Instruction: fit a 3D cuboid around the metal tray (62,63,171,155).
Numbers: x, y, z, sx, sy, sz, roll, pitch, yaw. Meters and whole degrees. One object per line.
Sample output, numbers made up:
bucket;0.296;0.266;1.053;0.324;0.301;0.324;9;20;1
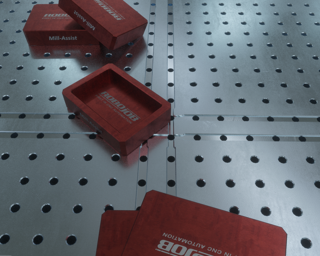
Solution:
metal tray;-0.060;-0.031;0.430;0.130;0.030;0.090;37;59;27

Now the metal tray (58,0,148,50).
metal tray;-0.098;-0.199;0.536;0.130;0.030;0.090;41;49;9

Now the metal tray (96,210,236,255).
metal tray;0.006;0.128;0.297;0.131;0.030;0.090;1;50;0

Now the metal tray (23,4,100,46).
metal tray;-0.169;-0.189;0.563;0.131;0.030;0.090;-1;50;-1

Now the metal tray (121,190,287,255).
metal tray;0.036;0.115;0.268;0.130;0.030;0.090;14;51;11
